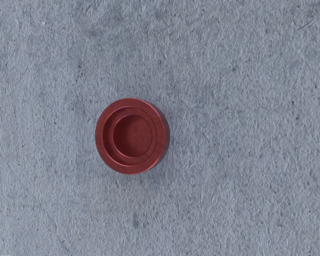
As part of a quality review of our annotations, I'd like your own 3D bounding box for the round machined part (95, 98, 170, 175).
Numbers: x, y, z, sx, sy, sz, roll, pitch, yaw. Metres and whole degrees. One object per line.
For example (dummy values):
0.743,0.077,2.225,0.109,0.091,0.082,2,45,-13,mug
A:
-0.033,0.010,0.412,0.098,0.042,0.097,0,90,20,round machined part
